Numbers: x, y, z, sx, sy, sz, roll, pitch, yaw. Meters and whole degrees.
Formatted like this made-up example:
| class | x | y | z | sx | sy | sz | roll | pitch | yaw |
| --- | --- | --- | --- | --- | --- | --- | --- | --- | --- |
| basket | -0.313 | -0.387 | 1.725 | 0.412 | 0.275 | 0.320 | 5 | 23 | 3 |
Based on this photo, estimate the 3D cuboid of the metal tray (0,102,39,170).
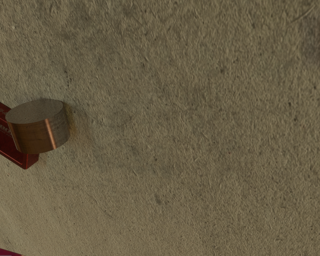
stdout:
| class | x | y | z | sx | sy | sz | roll | pitch | yaw |
| --- | --- | --- | --- | --- | --- | --- | --- | --- | --- |
| metal tray | -0.277 | 0.007 | 0.553 | 0.130 | 0.030 | 0.089 | 30 | 128 | 9 |

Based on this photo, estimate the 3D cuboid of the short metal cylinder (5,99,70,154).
| class | x | y | z | sx | sy | sz | roll | pitch | yaw |
| --- | --- | --- | --- | --- | --- | --- | --- | --- | --- |
| short metal cylinder | -0.181 | -0.004 | 0.464 | 0.080 | 0.080 | 0.050 | 9 | 123 | 23 |
